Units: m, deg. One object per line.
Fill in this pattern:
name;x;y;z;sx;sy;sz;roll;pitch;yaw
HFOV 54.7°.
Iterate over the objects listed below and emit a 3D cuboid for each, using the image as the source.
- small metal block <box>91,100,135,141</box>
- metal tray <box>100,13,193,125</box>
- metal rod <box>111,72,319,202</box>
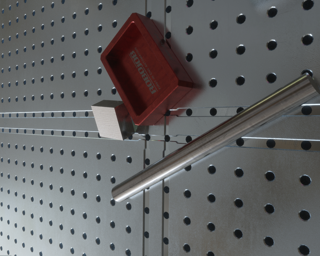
small metal block;-0.068;-0.012;0.452;0.050;0.025;0.050;7;119;39
metal tray;-0.023;-0.079;0.423;0.090;0.030;0.130;-43;64;31
metal rod;0.041;0.028;0.373;0.299;0.025;0.025;-34;69;34
